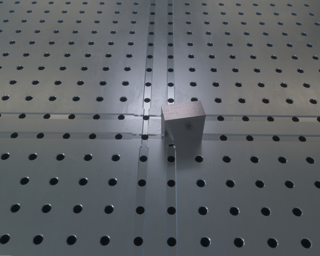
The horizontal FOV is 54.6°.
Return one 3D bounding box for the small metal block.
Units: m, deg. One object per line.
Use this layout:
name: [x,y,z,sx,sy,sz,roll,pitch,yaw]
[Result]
small metal block: [0.028,-0.006,0.397,0.050,0.050,0.025,-8,51,-6]
